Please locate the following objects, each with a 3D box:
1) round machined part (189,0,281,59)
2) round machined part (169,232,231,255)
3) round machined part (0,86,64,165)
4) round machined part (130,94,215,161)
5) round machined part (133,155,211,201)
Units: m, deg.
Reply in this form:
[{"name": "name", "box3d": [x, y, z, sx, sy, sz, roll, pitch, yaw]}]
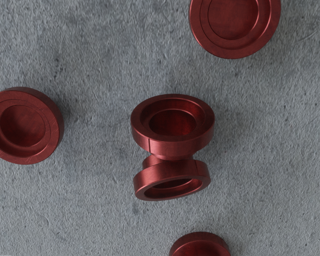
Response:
[{"name": "round machined part", "box3d": [0.081, -0.130, 0.353, 0.099, 0.042, 0.097, 0, 110, 0]}, {"name": "round machined part", "box3d": [0.064, 0.214, 0.480, 0.099, 0.042, 0.097, 0, 110, 0]}, {"name": "round machined part", "box3d": [-0.172, -0.006, 0.397, 0.099, 0.042, 0.097, 0, 110, 0]}, {"name": "round machined part", "box3d": [0.015, 0.002, 0.374, 0.099, 0.098, 0.042, -2, 128, 0]}, {"name": "round machined part", "box3d": [0.014, 0.060, 0.405, 0.099, 0.042, 0.098, -9, 153, -5]}]
